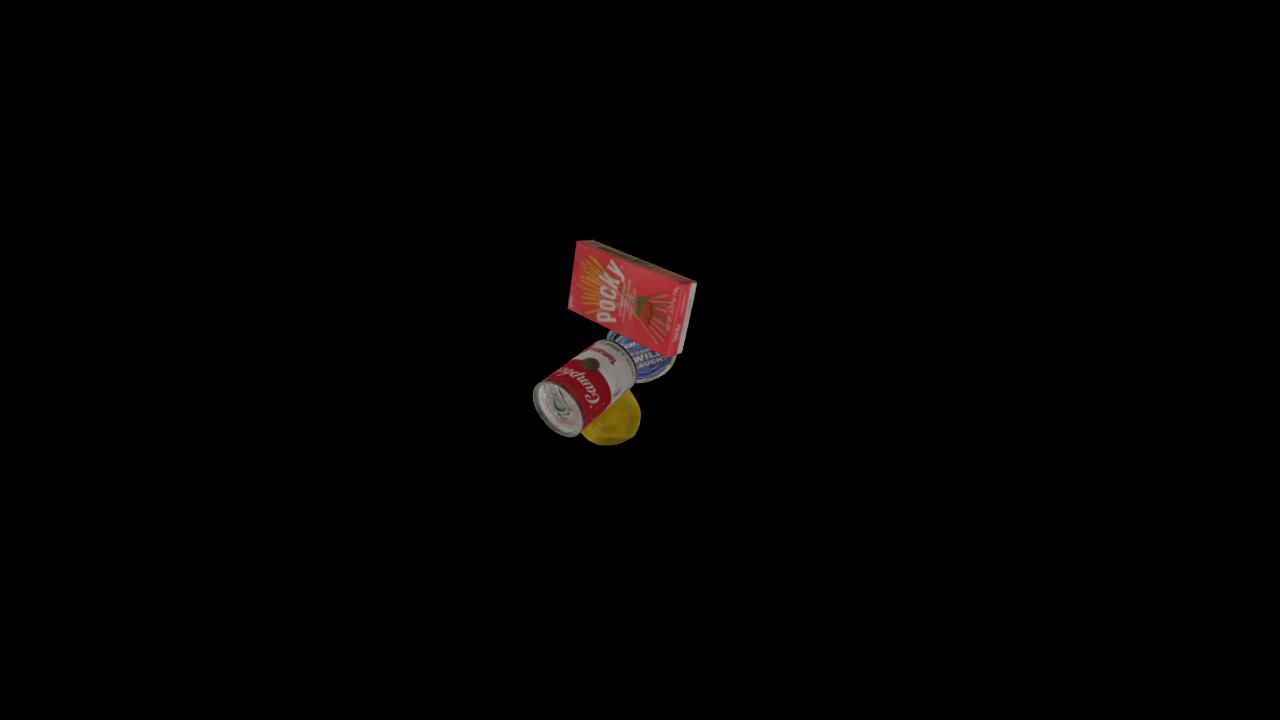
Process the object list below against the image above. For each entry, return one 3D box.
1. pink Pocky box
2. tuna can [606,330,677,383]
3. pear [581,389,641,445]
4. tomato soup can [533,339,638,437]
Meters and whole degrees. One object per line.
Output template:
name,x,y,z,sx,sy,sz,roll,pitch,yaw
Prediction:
pink Pocky box,-0.014,-0.070,0.671,0.155,0.084,0.029,28,29,32
tuna can,0.001,-0.014,0.745,0.084,0.084,0.034,0,39,-11
pear,-0.040,0.044,0.739,0.080,0.111,0.080,-5,-23,-2
tomato soup can,-0.056,0.028,0.661,0.068,0.068,0.101,0,27,40
